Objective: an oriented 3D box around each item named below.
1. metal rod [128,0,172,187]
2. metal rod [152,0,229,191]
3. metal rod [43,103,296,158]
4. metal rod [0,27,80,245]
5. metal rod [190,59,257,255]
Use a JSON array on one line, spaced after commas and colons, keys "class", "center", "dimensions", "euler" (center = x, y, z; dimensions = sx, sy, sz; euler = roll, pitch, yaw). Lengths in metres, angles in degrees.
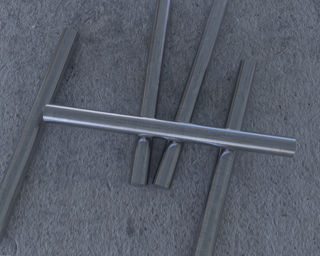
[{"class": "metal rod", "center": [-0.010, -0.069, 0.433], "dimensions": [0.025, 0.025, 0.299], "euler": [6, 70, 2]}, {"class": "metal rod", "center": [0.048, -0.061, 0.430], "dimensions": [0.025, 0.025, 0.299], "euler": [17, 71, 6]}, {"class": "metal rod", "center": [0.009, 0.002, 0.379], "dimensions": [0.302, 0.025, 0.025], "euler": [8, 70, 3]}, {"class": "metal rod", "center": [-0.164, -0.004, 0.408], "dimensions": [0.025, 0.025, 0.299], "euler": [12, 70, 4]}, {"class": "metal rod", "center": [0.081, 0.044, 0.392], "dimensions": [0.025, 0.025, 0.299], "euler": [16, 71, 6]}]
